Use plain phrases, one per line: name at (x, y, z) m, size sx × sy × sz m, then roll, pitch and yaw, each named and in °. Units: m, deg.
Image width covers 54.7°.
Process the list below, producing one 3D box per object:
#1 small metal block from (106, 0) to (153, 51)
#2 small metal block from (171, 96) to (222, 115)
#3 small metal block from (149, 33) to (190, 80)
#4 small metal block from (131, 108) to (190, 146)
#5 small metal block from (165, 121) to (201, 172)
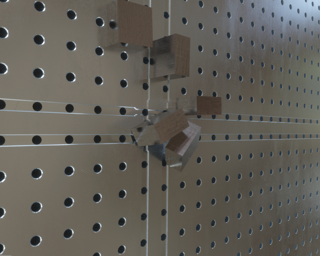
small metal block at (-0.037, -0.124, 0.380) m, size 0.050 × 0.025 × 0.050 m, roll -3°, pitch 92°, yaw -40°
small metal block at (0.051, -0.030, 0.438) m, size 0.050 × 0.050 × 0.025 m, roll -3°, pitch 92°, yaw -40°
small metal block at (0.012, -0.091, 0.405) m, size 0.025 × 0.050 × 0.050 m, roll 3°, pitch 88°, yaw -40°
small metal block at (0.000, -0.001, 0.393) m, size 0.050 × 0.050 × 0.025 m, roll -31°, pitch 103°, yaw -36°
small metal block at (0.031, 0.025, 0.421) m, size 0.050 × 0.025 × 0.050 m, roll -54°, pitch 161°, yaw -26°
